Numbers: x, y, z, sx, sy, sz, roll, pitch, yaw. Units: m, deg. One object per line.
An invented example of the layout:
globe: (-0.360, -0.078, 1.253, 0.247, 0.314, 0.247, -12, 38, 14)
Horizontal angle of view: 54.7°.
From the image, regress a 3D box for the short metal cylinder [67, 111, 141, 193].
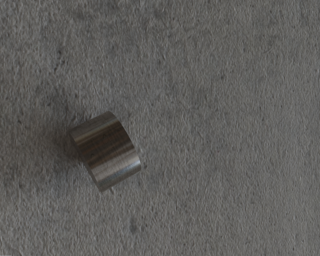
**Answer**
short metal cylinder: (-0.064, 0.027, 0.357, 0.050, 0.080, 0.080, -28, 100, -18)
